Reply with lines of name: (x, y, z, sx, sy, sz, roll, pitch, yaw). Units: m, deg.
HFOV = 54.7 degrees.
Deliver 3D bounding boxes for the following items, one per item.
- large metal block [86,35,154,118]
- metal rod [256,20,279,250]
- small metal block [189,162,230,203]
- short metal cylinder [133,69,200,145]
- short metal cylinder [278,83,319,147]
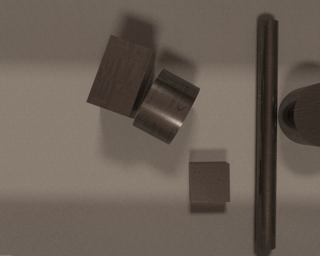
large metal block: (-0.045, -0.058, 0.383, 0.050, 0.080, 0.080, 20, 90, 0)
metal rod: (0.143, 0.009, 0.413, 0.025, 0.025, 0.298, 1, 90, -1)
small metal block: (0.065, 0.071, 0.412, 0.050, 0.025, 0.050, -1, 90, -1)
short metal cylinder: (0.008, -0.026, 0.384, 0.050, 0.080, 0.080, 29, 90, -1)
short metal cylinder: (0.203, -0.016, 0.402, 0.081, 0.050, 0.079, 0, 90, -1)
